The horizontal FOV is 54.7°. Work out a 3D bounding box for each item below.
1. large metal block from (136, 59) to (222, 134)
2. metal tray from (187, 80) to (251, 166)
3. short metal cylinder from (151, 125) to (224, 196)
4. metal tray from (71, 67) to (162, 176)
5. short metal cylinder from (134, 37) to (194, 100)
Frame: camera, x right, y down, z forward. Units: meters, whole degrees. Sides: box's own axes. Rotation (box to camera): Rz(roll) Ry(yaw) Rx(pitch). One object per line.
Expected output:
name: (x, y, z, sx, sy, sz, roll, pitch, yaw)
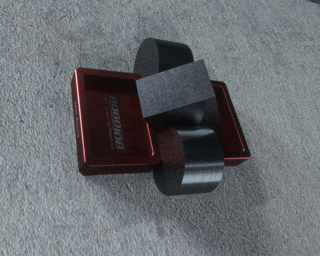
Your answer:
large metal block: (0.025, -0.029, 0.375, 0.080, 0.080, 0.050, -17, 65, 9)
metal tray: (0.068, -0.010, 0.445, 0.091, 0.030, 0.130, 2, 61, -28)
short metal cylinder: (0.030, 0.037, 0.363, 0.050, 0.080, 0.080, 2, 61, -27)
metal tray: (-0.056, -0.010, 0.378, 0.091, 0.030, 0.130, 2, 61, -28)
short metal cylinder: (0.003, -0.078, 0.419, 0.050, 0.080, 0.080, 2, 61, -27)
